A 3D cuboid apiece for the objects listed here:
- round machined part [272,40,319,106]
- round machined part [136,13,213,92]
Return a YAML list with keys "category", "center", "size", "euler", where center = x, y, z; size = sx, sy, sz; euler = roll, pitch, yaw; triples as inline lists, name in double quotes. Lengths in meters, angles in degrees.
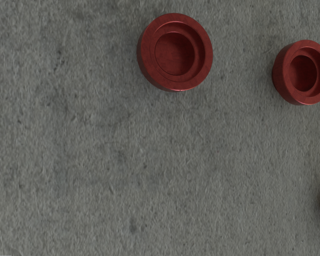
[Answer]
- category: "round machined part"
  center: [0.215, -0.084, 0.481]
  size: [0.099, 0.042, 0.097]
  euler: [0, 90, -21]
- category: "round machined part"
  center: [0.016, -0.095, 0.407]
  size: [0.099, 0.042, 0.097]
  euler: [0, 90, -21]
